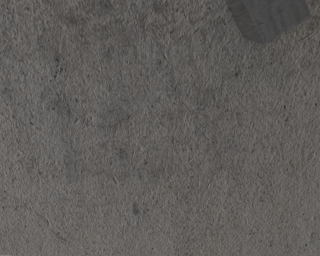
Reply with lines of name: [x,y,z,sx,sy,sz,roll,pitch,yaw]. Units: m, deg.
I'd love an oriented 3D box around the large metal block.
large metal block: [0.104,-0.141,0.329,0.050,0.080,0.080,-30,108,10]
